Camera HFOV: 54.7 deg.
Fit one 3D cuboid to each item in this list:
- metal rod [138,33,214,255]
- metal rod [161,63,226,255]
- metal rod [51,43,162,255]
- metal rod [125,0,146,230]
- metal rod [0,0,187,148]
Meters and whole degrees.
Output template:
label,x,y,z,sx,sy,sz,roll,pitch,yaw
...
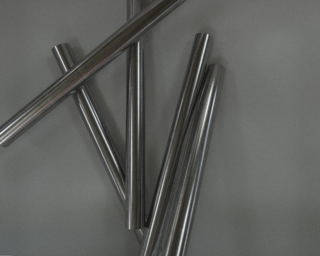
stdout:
label,x,y,z,sx,sy,sz,roll,pitch,yaw
metal rod,0.021,0.023,0.397,0.025,0.025,0.299,15,85,0
metal rod,0.037,0.053,0.352,0.025,0.025,0.300,16,66,0
metal rod,-0.070,0.030,0.410,0.025,0.025,0.299,-24,90,0
metal rod,-0.031,-0.026,0.397,0.025,0.025,0.298,0,85,0
metal rod,-0.084,-0.079,0.382,0.300,0.025,0.025,-39,90,3
